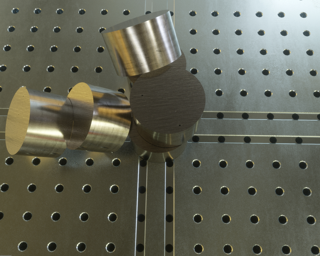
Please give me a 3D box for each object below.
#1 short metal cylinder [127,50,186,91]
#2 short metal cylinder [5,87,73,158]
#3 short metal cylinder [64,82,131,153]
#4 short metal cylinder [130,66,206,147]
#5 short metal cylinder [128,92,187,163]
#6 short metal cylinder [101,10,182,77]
[{"bbox_3d":[-0.006,-0.076,0.425,0.081,0.050,0.080,0,70,0],"label":"short metal cylinder"},{"bbox_3d":[-0.148,-0.005,0.376,0.050,0.080,0.080,11,63,-42],"label":"short metal cylinder"},{"bbox_3d":[-0.079,-0.011,0.378,0.050,0.080,0.080,11,63,-41],"label":"short metal cylinder"},{"bbox_3d":[0.008,-0.023,0.352,0.081,0.050,0.080,0,70,0],"label":"short metal cylinder"},{"bbox_3d":[-0.001,0.000,0.398,0.081,0.050,0.080,0,70,0],"label":"short metal cylinder"},{"bbox_3d":[-0.021,-0.099,0.358,0.080,0.080,0.050,-22,115,-8],"label":"short metal cylinder"}]
